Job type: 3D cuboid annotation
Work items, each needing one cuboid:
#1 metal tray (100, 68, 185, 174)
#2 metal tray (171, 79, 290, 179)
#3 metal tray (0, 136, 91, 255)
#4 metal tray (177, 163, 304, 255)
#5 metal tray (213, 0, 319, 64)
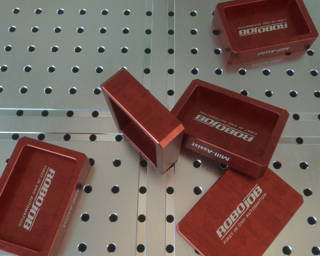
[{"bbox_3d":[-0.018,-0.001,0.356,0.030,0.130,0.090,-42,75,-13],"label":"metal tray"},{"bbox_3d":[0.082,-0.004,0.388,0.130,0.030,0.090,23,58,19],"label":"metal tray"},{"bbox_3d":[-0.150,0.084,0.377,0.090,0.030,0.130,16,71,5],"label":"metal tray"},{"bbox_3d":[0.094,0.103,0.372,0.090,0.030,0.130,42,75,14],"label":"metal tray"},{"bbox_3d":[0.155,-0.153,0.465,0.131,0.030,0.090,-12,70,-5],"label":"metal tray"}]
